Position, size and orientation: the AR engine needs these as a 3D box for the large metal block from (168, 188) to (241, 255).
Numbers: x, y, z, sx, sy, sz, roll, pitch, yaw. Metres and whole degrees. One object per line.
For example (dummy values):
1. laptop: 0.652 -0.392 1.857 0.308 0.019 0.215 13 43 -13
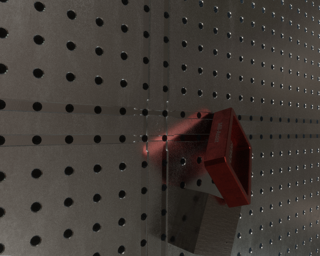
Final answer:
1. large metal block: 0.067 0.140 0.452 0.080 0.050 0.080 27 73 -37

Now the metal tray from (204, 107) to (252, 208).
1. metal tray: 0.106 0.040 0.462 0.090 0.030 0.130 58 31 -24
